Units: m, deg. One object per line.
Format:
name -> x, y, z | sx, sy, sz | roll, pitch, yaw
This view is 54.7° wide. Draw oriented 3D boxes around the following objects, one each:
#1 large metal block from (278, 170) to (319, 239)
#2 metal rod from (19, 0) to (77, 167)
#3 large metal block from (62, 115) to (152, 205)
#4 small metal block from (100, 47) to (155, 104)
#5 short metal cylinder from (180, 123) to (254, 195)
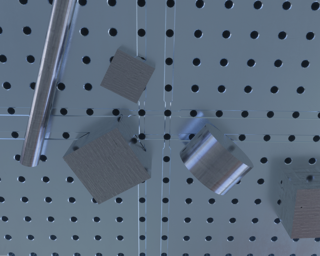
large metal block -> 0.222, 0.108, 0.443 | 0.081, 0.050, 0.079 | -2, 110, 0
metal rod -> -0.132, -0.085, 0.380 | 0.025, 0.025, 0.298 | 18, 109, -7
large metal block -> -0.067, 0.042, 0.415 | 0.080, 0.050, 0.080 | -29, 108, 9
small metal block -> -0.040, -0.066, 0.388 | 0.050, 0.025, 0.050 | 26, 108, -10
short metal cylinder -> 0.072, 0.039, 0.400 | 0.080, 0.080, 0.050 | 37, 106, -13
